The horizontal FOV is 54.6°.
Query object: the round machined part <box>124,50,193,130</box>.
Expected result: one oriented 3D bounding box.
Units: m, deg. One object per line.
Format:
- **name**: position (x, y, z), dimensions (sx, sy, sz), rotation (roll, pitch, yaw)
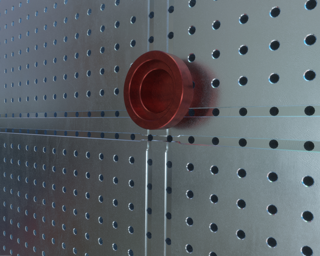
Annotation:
- **round machined part**: position (0.002, -0.047, 0.398), dimensions (0.098, 0.042, 0.097), rotation (0, 90, 40)
